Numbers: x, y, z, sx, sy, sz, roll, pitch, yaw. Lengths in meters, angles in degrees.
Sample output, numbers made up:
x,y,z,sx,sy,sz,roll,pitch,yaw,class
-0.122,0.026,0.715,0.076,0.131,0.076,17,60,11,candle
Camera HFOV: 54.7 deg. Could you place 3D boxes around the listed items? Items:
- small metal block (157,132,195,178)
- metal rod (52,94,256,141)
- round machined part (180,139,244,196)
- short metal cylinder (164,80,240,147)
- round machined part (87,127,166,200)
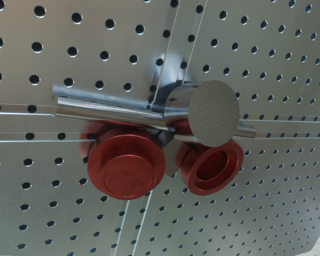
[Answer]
x,y,z,sx,sy,sz,roll,pitch,yaw,class
0.013,0.034,0.435,0.050,0.025,0.050,-45,129,3,small metal block
0.015,-0.008,0.410,0.302,0.025,0.025,7,115,-32,metal rod
0.073,0.050,0.464,0.099,0.042,0.097,-17,128,-22,round machined part
0.053,-0.018,0.389,0.081,0.050,0.079,-2,94,-32,short metal cylinder
-0.041,0.051,0.388,0.099,0.042,0.097,-4,118,-6,round machined part
